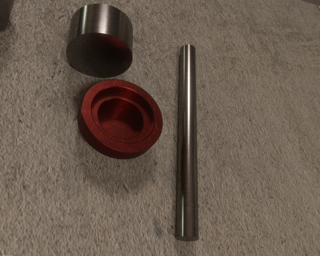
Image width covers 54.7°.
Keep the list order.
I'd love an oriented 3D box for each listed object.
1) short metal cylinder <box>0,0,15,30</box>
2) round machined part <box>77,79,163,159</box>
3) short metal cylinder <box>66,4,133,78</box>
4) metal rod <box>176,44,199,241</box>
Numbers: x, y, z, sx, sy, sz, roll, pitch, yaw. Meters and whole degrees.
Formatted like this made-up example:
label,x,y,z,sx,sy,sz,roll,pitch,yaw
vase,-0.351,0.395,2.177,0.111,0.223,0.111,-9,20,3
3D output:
label,x,y,z,sx,sy,sz,roll,pitch,yaw
short metal cylinder,-0.210,-0.156,0.351,0.081,0.080,0.050,11,57,-23
round machined part,-0.050,-0.007,0.371,0.099,0.042,0.098,14,56,-21
short metal cylinder,-0.075,-0.109,0.396,0.081,0.080,0.050,12,57,-23
metal rod,0.038,-0.002,0.427,0.025,0.025,0.300,17,55,-19
